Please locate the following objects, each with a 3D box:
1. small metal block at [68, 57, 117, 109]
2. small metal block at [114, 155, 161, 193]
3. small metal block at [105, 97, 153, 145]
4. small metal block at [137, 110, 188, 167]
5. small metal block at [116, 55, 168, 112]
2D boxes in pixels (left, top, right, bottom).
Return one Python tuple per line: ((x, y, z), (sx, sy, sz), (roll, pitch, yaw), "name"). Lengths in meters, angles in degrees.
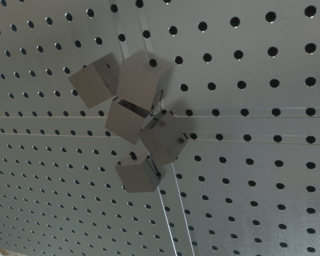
((-0.087, -0.060, 0.419), (0.050, 0.025, 0.050), (-21, 108, 35), "small metal block")
((-0.034, 0.070, 0.471), (0.050, 0.025, 0.050), (-9, 114, 32), "small metal block")
((-0.043, -0.012, 0.425), (0.050, 0.025, 0.050), (29, 128, 9), "small metal block")
((0.005, 0.013, 0.399), (0.025, 0.050, 0.050), (-22, 107, 36), "small metal block")
((-0.024, -0.056, 0.388), (0.050, 0.025, 0.050), (25, 127, 12), "small metal block")
